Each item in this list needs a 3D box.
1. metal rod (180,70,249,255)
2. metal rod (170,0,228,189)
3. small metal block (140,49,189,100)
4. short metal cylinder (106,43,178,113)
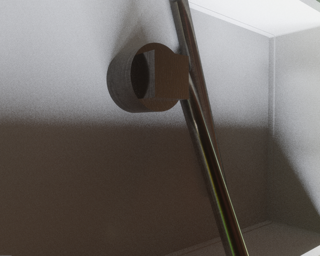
[{"bbox_3d":[0.065,0.058,0.383,0.025,0.025,0.299,4,62,-40],"label":"metal rod"},{"bbox_3d":[0.062,-0.033,0.460,0.025,0.025,0.298,-23,105,-38],"label":"metal rod"},{"bbox_3d":[0.006,-0.057,0.348,0.050,0.025,0.050,-1,91,-40],"label":"small metal block"},{"bbox_3d":[-0.017,-0.059,0.378,0.081,0.050,0.079,0,90,-40],"label":"short metal cylinder"}]
